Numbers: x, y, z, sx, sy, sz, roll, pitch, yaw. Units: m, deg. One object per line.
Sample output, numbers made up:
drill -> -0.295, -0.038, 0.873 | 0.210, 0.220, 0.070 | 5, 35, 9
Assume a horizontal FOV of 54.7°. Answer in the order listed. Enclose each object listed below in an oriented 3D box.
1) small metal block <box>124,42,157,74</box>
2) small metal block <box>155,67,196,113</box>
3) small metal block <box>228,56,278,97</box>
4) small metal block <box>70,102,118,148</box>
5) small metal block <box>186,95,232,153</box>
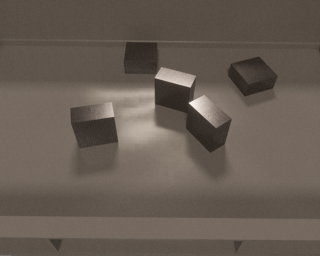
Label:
small metal block -> -0.030, -0.113, 0.500 | 0.050, 0.025, 0.050 | 1, 50, 0
small metal block -> 0.021, -0.052, 0.433 | 0.050, 0.050, 0.025 | 17, 52, 13
small metal block -> 0.141, -0.080, 0.474 | 0.050, 0.025, 0.050 | -16, 52, -14
small metal block -> -0.082, -0.003, 0.390 | 0.050, 0.050, 0.025 | -9, 51, -8
small metal block -> 0.060, -0.005, 0.394 | 0.025, 0.050, 0.050 | -29, 56, -22
